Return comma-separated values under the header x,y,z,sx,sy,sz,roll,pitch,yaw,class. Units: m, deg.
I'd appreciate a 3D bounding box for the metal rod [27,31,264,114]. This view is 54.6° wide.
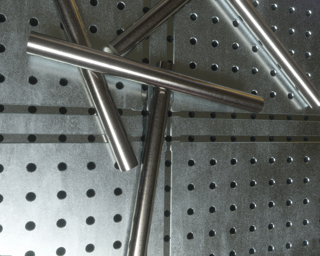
x,y,z,sx,sy,sz,roll,pitch,yaw,class
-0.001,-0.062,0.384,0.302,0.025,0.025,12,86,-20,metal rod

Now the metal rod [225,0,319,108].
x,y,z,sx,sy,sz,roll,pitch,yaw,class
0.154,-0.145,0.468,0.300,0.025,0.025,45,76,-15,metal rod

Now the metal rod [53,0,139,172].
x,y,z,sx,sy,sz,roll,pitch,yaw,class
-0.091,-0.088,0.378,0.025,0.025,0.299,-23,98,-19,metal rod

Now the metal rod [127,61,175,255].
x,y,z,sx,sy,sz,roll,pitch,yaw,class
-0.014,0.062,0.407,0.025,0.025,0.299,10,87,-20,metal rod

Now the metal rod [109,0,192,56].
x,y,z,sx,sy,sz,roll,pitch,yaw,class
0.055,-0.196,0.410,0.301,0.025,0.025,-42,104,-7,metal rod
